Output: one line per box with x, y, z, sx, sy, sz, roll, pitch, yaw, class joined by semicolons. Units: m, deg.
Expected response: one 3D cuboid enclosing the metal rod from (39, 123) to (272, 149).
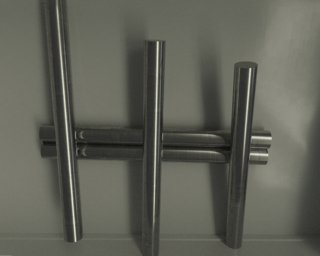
-0.005;0.011;0.414;0.302;0.025;0.025;2;110;-1;metal rod

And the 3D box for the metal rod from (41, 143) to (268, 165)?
-0.006;0.034;0.423;0.302;0.025;0.025;2;110;-1;metal rod

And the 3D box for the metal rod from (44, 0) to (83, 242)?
-0.117;0.000;0.383;0.025;0.025;0.298;-1;102;0;metal rod

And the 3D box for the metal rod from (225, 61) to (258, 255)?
0.104;0.061;0.410;0.025;0.025;0.298;-4;119;1;metal rod

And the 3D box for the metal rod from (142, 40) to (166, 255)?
-0.010;0.041;0.399;0.025;0.025;0.298;1;110;-1;metal rod
